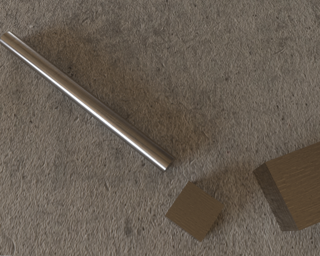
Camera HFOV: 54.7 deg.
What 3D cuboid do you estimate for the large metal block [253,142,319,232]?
[{"bbox_3d":[0.172,0.070,0.372,0.081,0.050,0.080,-19,71,-7],"label":"large metal block"}]

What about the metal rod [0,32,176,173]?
[{"bbox_3d":[-0.105,-0.041,0.421,0.300,0.025,0.025,37,74,12],"label":"metal rod"}]

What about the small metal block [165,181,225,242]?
[{"bbox_3d":[0.041,0.100,0.372,0.050,0.025,0.050,34,73,11],"label":"small metal block"}]
